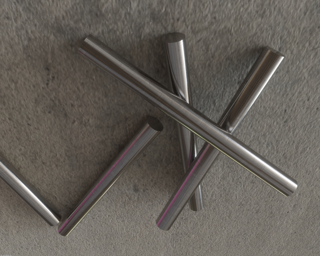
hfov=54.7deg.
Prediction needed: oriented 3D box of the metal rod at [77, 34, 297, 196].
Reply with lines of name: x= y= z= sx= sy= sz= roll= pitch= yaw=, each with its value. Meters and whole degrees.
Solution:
metal rod: x=0.041 y=-0.007 z=0.360 sx=0.301 sy=0.025 sz=0.025 roll=34 pitch=123 yaw=-12

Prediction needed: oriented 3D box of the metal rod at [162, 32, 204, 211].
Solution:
metal rod: x=0.038 y=0.017 z=0.421 sx=0.025 sy=0.025 sz=0.298 roll=-7 pitch=130 yaw=5

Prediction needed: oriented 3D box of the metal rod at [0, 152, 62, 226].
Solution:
metal rod: x=-0.233 y=0.053 z=0.448 sx=0.025 sy=0.025 sz=0.299 roll=-15 pitch=129 yaw=12

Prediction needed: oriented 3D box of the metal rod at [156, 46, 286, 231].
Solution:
metal rod: x=0.066 y=0.033 z=0.409 sx=0.025 sy=0.025 sz=0.298 roll=19 pitch=120 yaw=-16

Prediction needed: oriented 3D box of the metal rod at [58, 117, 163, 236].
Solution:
metal rod: x=-0.090 y=0.089 z=0.481 sx=0.025 sy=0.025 sz=0.298 roll=27 pitch=125 yaw=-22
